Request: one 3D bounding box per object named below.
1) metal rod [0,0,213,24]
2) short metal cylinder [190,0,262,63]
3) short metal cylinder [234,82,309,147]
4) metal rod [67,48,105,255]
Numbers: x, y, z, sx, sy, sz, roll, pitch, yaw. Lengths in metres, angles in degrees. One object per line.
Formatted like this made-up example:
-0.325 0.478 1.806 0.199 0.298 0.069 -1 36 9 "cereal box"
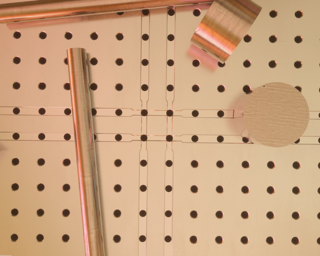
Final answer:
-0.063 -0.167 0.412 0.302 0.025 0.025 -6 90 0 "metal rod"
0.081 -0.128 0.386 0.050 0.080 0.080 34 90 0 "short metal cylinder"
0.142 -0.016 0.402 0.081 0.050 0.080 0 90 0 "short metal cylinder"
-0.098 0.045 0.412 0.025 0.025 0.298 -5 90 0 "metal rod"
